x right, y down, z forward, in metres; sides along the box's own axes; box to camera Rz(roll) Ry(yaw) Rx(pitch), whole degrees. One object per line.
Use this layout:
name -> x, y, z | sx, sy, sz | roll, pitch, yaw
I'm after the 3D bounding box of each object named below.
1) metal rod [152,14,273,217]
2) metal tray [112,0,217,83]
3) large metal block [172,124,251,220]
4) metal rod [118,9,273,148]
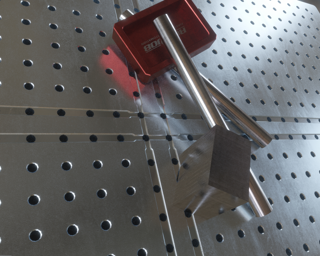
metal rod -> 0.070, -0.018, 0.423 | 0.025, 0.025, 0.299 | -26, 87, -37
metal tray -> 0.007, -0.136, 0.460 | 0.131, 0.030, 0.090 | -32, 85, -18
large metal block -> 0.063, 0.055, 0.375 | 0.050, 0.080, 0.080 | 25, 53, -13
metal rod -> 0.056, -0.077, 0.486 | 0.300, 0.025, 0.025 | 41, 51, 0
